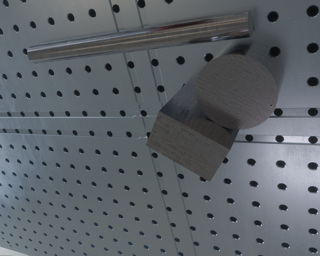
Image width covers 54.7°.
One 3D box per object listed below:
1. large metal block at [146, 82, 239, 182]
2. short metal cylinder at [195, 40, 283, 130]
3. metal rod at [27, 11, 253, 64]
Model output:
[{"bbox_3d":[0.043,0.001,0.354,0.080,0.080,0.050,29,128,9],"label":"large metal block"},{"bbox_3d":[0.084,-0.045,0.323,0.080,0.050,0.079,13,124,21],"label":"short metal cylinder"},{"bbox_3d":[-0.045,-0.103,0.371,0.300,0.025,0.025,1,119,27],"label":"metal rod"}]
